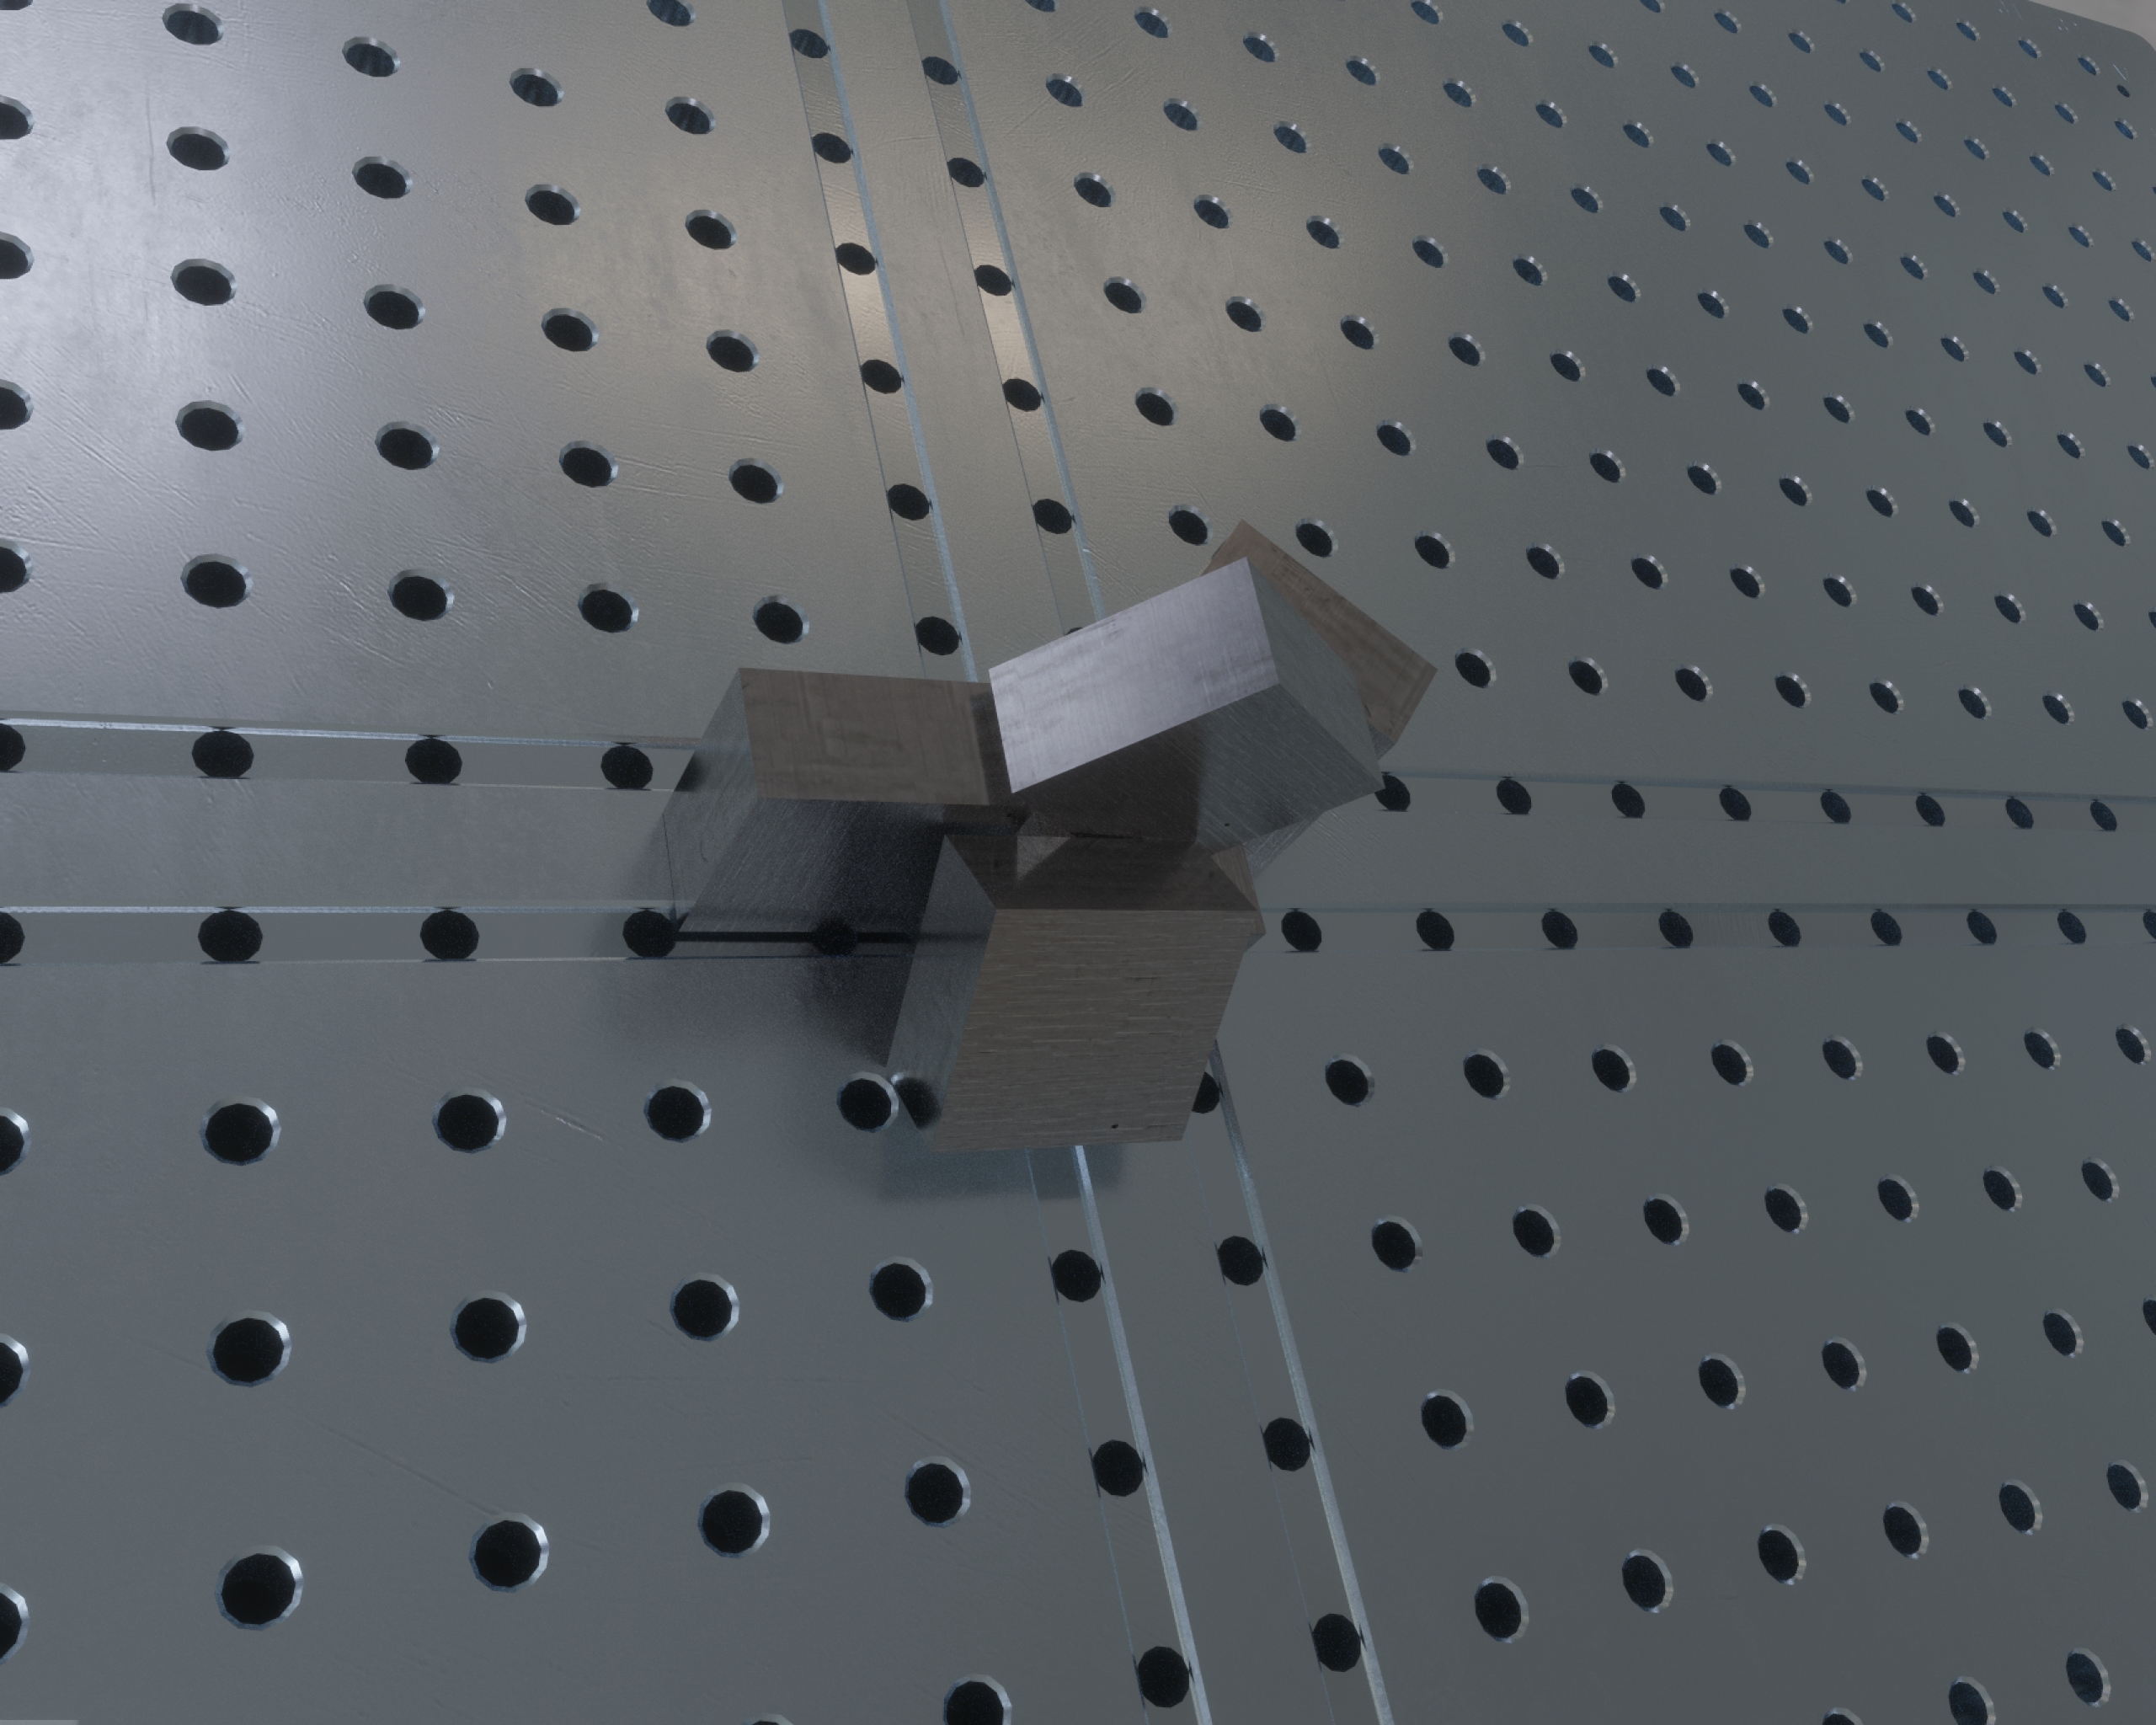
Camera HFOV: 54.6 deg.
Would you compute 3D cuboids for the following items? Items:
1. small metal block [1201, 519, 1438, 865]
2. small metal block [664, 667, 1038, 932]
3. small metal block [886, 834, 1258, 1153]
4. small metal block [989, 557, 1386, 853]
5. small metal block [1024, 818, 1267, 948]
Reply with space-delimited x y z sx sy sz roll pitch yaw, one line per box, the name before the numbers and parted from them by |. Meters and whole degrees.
small metal block | 0.037 -0.034 0.432 0.050 0.050 0.025 37 50 -4
small metal block | -0.042 -0.010 0.374 0.050 0.050 0.025 1 62 -27
small metal block | -0.002 0.023 0.373 0.050 0.050 0.025 1 30 -27
small metal block | 0.020 -0.024 0.372 0.050 0.050 0.025 34 39 -56
small metal block | 0.004 -0.003 0.411 0.050 0.025 0.050 2 61 -28
